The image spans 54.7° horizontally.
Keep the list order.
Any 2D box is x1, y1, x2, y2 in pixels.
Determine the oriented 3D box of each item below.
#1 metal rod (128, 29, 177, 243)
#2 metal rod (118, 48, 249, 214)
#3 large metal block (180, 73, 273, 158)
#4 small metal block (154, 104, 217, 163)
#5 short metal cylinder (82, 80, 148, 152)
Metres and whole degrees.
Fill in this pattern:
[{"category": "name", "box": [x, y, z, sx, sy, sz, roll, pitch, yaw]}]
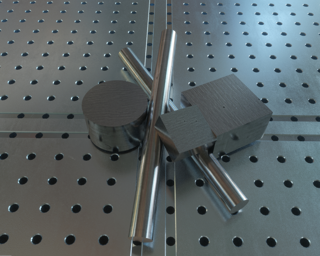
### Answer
[{"category": "metal rod", "box": [-0.003, -0.014, 0.389, 0.025, 0.025, 0.300, 5, 58, 4]}, {"category": "metal rod", "box": [0.015, -0.017, 0.417, 0.025, 0.025, 0.300, -22, 54, -18]}, {"category": "large metal block", "box": [0.081, -0.016, 0.400, 0.081, 0.050, 0.080, -21, 53, -17]}, {"category": "small metal block", "box": [0.029, 0.006, 0.357, 0.050, 0.025, 0.050, -17, 67, -24]}, {"category": "short metal cylinder", "box": [-0.056, -0.016, 0.400, 0.081, 0.050, 0.080, 1, 50, 0]}]
